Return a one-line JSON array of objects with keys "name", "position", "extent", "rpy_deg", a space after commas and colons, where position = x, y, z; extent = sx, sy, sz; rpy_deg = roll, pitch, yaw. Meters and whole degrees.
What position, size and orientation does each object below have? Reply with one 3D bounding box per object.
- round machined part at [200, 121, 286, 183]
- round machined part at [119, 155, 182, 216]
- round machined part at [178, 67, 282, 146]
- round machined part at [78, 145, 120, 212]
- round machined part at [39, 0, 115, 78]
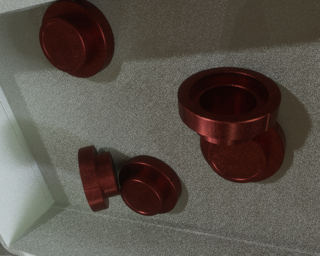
[{"name": "round machined part", "position": [0.094, 0.026, 0.364], "extent": [0.098, 0.042, 0.097], "rpy_deg": [13, 124, 21]}, {"name": "round machined part", "position": [-0.020, 0.093, 0.466], "extent": [0.098, 0.042, 0.097], "rpy_deg": [13, 124, 21]}, {"name": "round machined part", "position": [0.068, -0.020, 0.314], "extent": [0.098, 0.098, 0.042], "rpy_deg": [13, 133, 21]}, {"name": "round machined part", "position": [-0.088, 0.073, 0.466], "extent": [0.042, 0.098, 0.097], "rpy_deg": [-14, 117, -6]}, {"name": "round machined part", "position": [-0.110, -0.108, 0.389], "extent": [0.098, 0.042, 0.097], "rpy_deg": [13, 124, 21]}]
